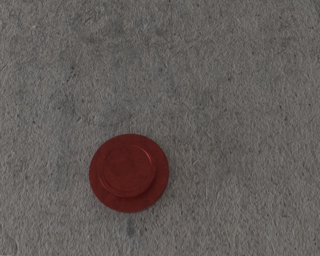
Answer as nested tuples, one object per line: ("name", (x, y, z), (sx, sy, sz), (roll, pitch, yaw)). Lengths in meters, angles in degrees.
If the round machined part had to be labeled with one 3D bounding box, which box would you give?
("round machined part", (-0.038, 0.053, 0.380), (0.099, 0.042, 0.098), (0, 70, 0))
